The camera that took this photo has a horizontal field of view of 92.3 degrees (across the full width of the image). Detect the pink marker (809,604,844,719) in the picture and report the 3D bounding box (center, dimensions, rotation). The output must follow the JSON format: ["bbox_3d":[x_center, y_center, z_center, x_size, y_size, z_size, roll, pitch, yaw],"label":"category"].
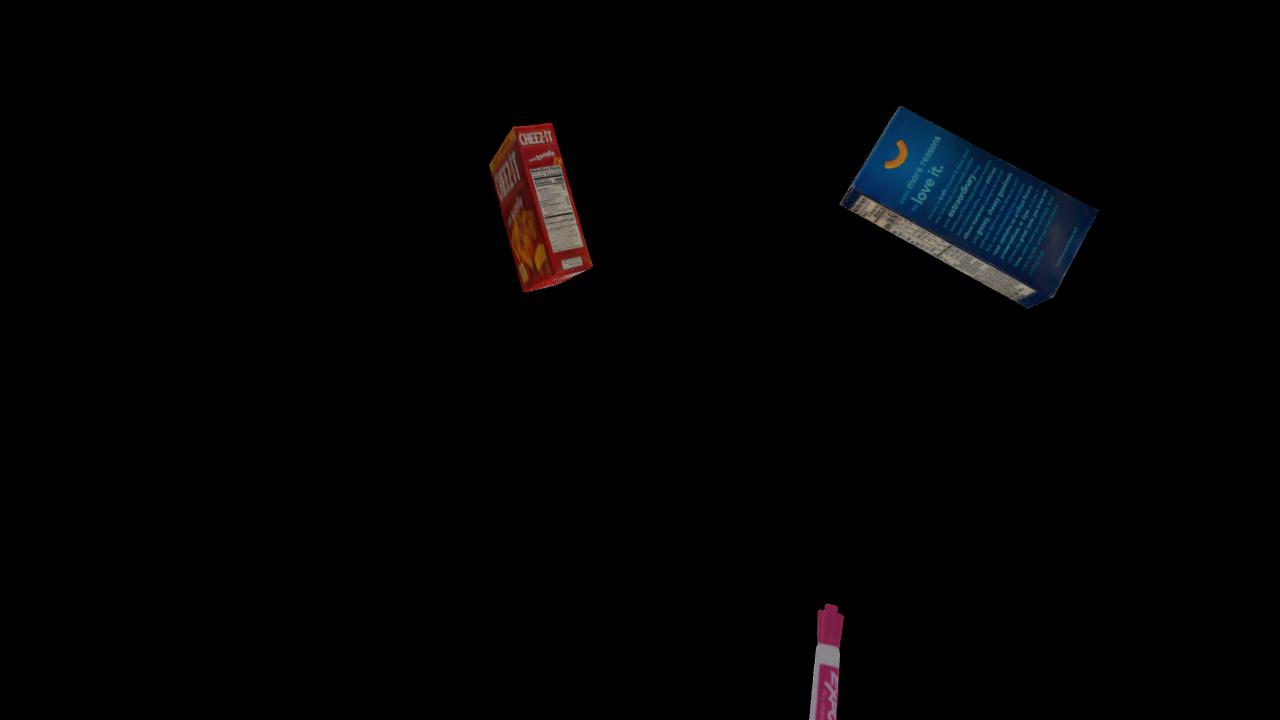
[{"bbox_3d":[0.130,0.236,0.434,0.020,0.121,0.020,11,-25,5],"label":"pink marker"}]

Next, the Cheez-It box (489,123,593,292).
[{"bbox_3d":[-0.160,-0.229,0.959,0.071,0.223,0.166,-17,5,-27],"label":"Cheez-It box"}]

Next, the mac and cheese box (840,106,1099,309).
[{"bbox_3d":[0.276,-0.130,0.523,0.184,0.093,0.041,32,-9,7],"label":"mac and cheese box"}]
